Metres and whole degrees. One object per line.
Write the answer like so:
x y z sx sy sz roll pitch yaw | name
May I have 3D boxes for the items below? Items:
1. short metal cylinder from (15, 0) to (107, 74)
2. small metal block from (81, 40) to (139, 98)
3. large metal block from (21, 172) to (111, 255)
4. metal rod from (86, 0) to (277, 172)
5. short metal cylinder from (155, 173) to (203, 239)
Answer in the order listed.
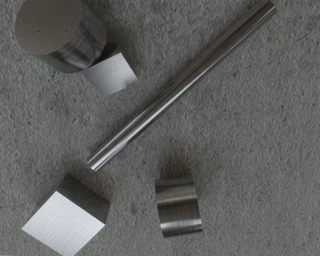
-0.106 -0.106 0.336 0.080 0.050 0.080 -4 77 17 | short metal cylinder
-0.060 -0.070 0.371 0.050 0.025 0.050 -24 142 8 | small metal block
-0.131 0.125 0.441 0.080 0.050 0.080 40 105 -14 | large metal block
0.018 -0.046 0.393 0.300 0.025 0.025 -41 105 13 | metal rod
0.026 0.105 0.419 0.050 0.080 0.079 -10 110 3 | short metal cylinder
